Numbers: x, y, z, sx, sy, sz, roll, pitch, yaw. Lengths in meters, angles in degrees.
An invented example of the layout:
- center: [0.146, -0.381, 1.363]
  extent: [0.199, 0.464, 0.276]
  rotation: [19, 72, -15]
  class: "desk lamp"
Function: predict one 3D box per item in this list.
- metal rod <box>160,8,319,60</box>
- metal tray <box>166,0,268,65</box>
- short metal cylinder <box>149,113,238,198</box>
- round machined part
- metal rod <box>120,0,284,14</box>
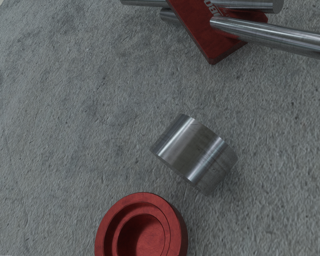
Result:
- center: [0.087, -0.131, 0.401]
  extent: [0.025, 0.025, 0.300]
  rotation: [-47, 40, -5]
  class: "metal rod"
- center: [0.073, -0.165, 0.426]
  extent: [0.090, 0.030, 0.130]
  rotation: [-33, 80, 6]
  class: "metal tray"
- center: [0.035, 0.029, 0.332]
  extent: [0.080, 0.080, 0.050]
  rotation: [34, 81, 38]
  class: "short metal cylinder"
- center: [-0.016, 0.121, 0.327]
  extent: [0.098, 0.042, 0.098]
  rotation: [-13, 56, 21]
  class: "round machined part"
- center: [0.037, -0.191, 0.460]
  extent: [0.300, 0.025, 0.025]
  rotation: [24, 75, 43]
  class: "metal rod"
